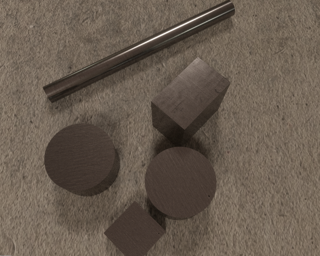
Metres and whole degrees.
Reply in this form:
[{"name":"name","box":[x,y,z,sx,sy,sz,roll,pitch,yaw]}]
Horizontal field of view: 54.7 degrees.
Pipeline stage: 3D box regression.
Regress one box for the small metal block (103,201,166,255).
[{"name":"small metal block","box":[-0.029,0.123,0.363,0.050,0.025,0.050,42,75,13]}]

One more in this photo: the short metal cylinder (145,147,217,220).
[{"name":"short metal cylinder","box":[0.023,0.068,0.370,0.081,0.050,0.080,0,70,0]}]

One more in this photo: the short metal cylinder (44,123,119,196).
[{"name":"short metal cylinder","box":[-0.092,0.040,0.379,0.081,0.050,0.080,0,70,0]}]

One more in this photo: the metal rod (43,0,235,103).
[{"name":"metal rod","box":[-0.023,-0.115,0.449,0.302,0.025,0.025,-28,73,-10]}]

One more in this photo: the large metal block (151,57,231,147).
[{"name":"large metal block","box":[0.036,-0.028,0.390,0.050,0.080,0.080,41,75,13]}]
